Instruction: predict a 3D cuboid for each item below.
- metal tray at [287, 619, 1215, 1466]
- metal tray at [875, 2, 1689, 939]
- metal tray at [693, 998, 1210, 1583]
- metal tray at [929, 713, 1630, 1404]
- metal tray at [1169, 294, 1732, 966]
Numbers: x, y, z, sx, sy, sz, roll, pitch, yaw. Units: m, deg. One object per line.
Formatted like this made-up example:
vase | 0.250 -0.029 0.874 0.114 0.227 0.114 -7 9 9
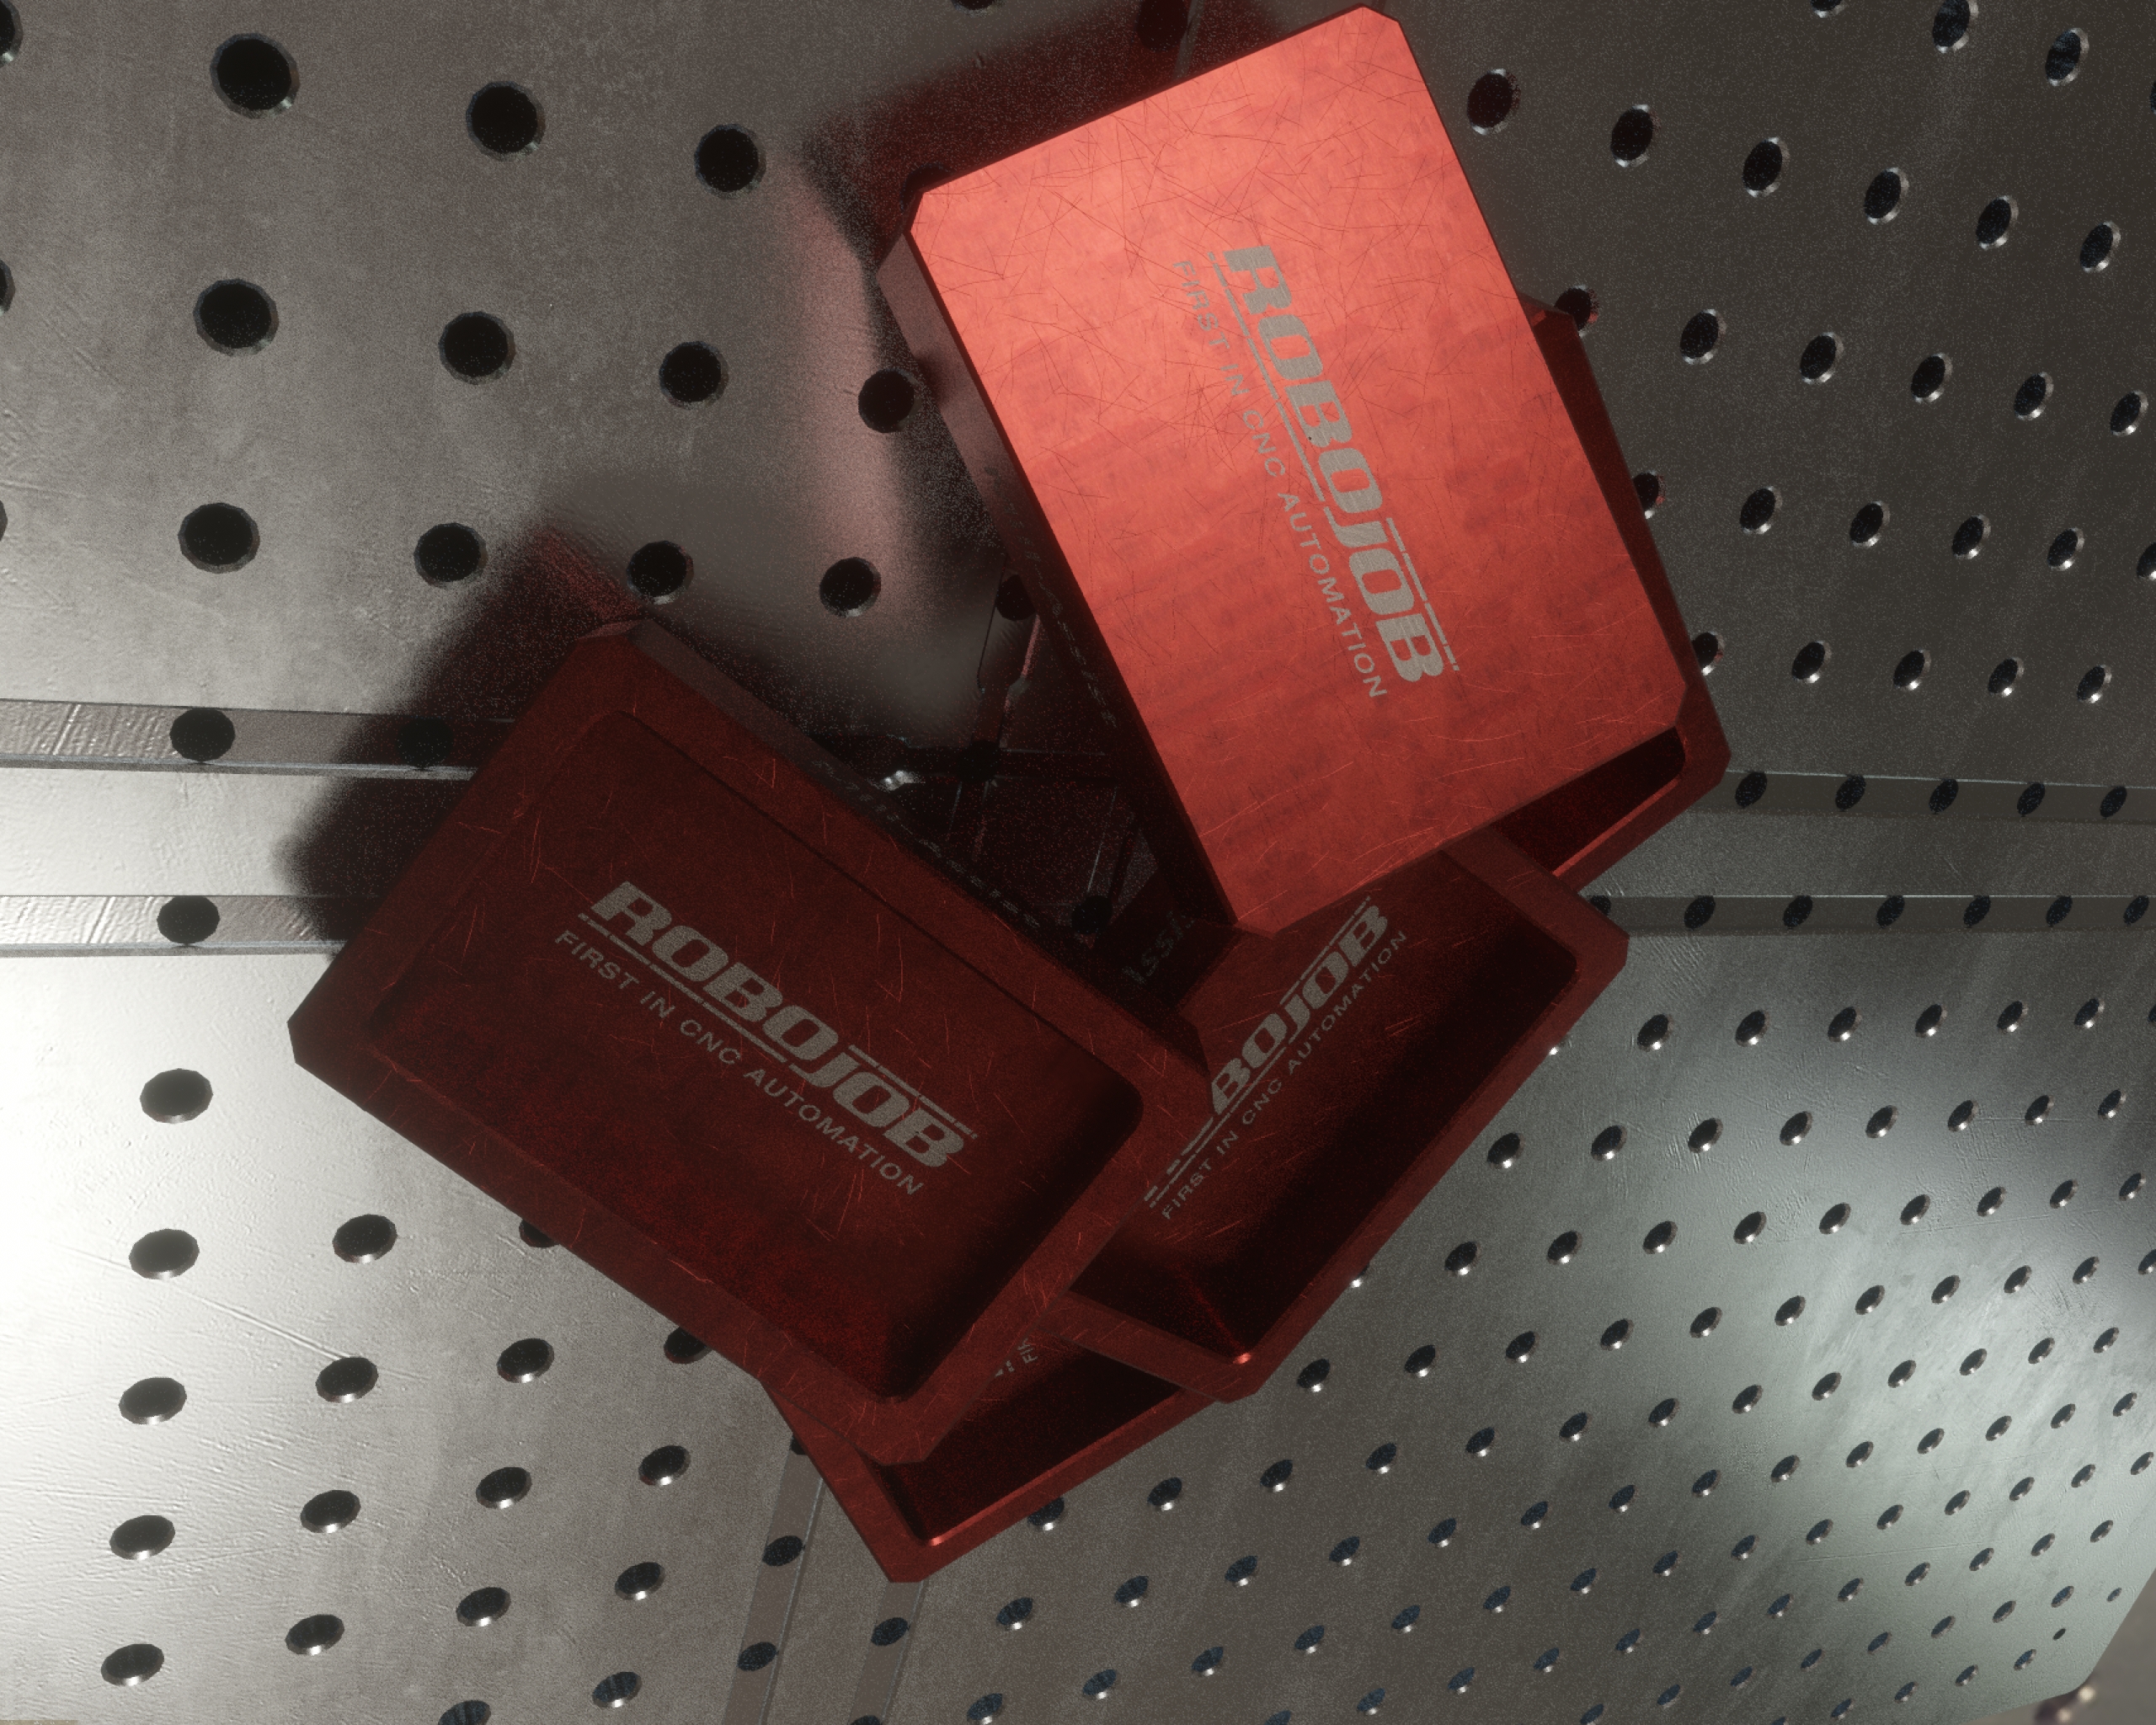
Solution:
metal tray | -0.054 0.031 0.359 0.130 0.030 0.090 37 98 -9
metal tray | 0.035 -0.064 0.350 0.091 0.030 0.129 -27 98 -12
metal tray | -0.026 0.090 0.451 0.090 0.030 0.129 -29 129 -10
metal tray | 0.039 0.041 0.418 0.090 0.030 0.130 33 100 -39
metal tray | 0.075 -0.041 0.425 0.090 0.030 0.130 -37 130 -4
